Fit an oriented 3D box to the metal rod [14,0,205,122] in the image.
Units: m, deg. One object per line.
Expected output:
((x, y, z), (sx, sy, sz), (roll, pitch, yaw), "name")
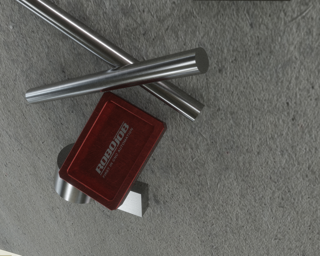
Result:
((-0.077, -0.102, 0.382), (0.301, 0.025, 0.025), (35, 129, 4), "metal rod")

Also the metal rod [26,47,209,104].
((-0.078, -0.056, 0.384), (0.300, 0.025, 0.025), (-4, 117, 38), "metal rod")

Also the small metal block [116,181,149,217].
((-0.046, 0.109, 0.497), (0.050, 0.025, 0.050), (13, 124, 20), "small metal block")

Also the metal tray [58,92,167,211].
((-0.061, 0.029, 0.407), (0.090, 0.030, 0.130), (31, 93, 8), "metal tray")

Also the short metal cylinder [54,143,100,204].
((-0.118, 0.067, 0.472), (0.080, 0.080, 0.050), (31, 129, 8), "short metal cylinder")
